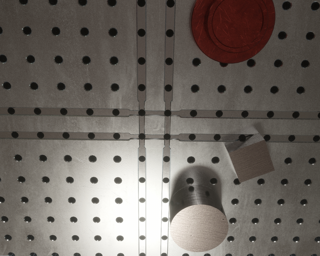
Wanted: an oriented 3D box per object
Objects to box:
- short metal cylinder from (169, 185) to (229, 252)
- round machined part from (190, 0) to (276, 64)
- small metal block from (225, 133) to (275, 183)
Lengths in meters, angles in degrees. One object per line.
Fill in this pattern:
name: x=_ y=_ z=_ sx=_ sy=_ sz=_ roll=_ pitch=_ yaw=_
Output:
short metal cylinder: x=0.054 y=0.130 z=0.449 sx=0.081 sy=0.050 sz=0.079 roll=0 pitch=110 yaw=-1
round machined part: x=0.085 y=-0.124 z=0.360 sx=0.099 sy=0.042 sz=0.097 roll=0 pitch=110 yaw=-1
small metal block: x=0.125 y=0.041 z=0.431 sx=0.050 sy=0.025 sz=0.050 roll=-22 pitch=109 yaw=7
